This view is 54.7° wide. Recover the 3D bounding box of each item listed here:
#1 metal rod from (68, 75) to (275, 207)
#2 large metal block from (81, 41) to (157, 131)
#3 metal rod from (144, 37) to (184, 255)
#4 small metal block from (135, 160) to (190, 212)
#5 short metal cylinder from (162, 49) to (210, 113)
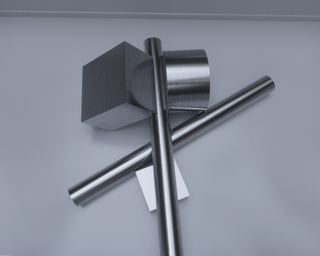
[{"bbox_3d":[0.023,0.011,0.403,0.302,0.025,0.025,-30,73,-11],"label":"metal rod"},{"bbox_3d":[-0.053,-0.049,0.392,0.080,0.050,0.080,-19,65,36],"label":"large metal block"},{"bbox_3d":[0.002,0.022,0.373,0.025,0.025,0.299,-4,69,-2],"label":"metal rod"},{"bbox_3d":[0.003,0.071,0.382,0.050,0.025,0.050,-20,71,-8],"label":"small metal block"},{"bbox_3d":[0.031,-0.060,0.401,0.050,0.080,0.080,-4,70,-3],"label":"short metal cylinder"}]
